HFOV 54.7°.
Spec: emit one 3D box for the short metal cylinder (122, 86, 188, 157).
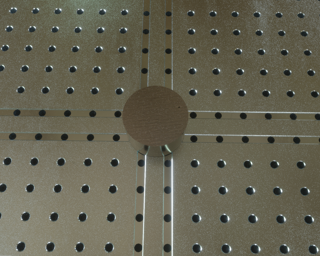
[{"bbox_3d":[-0.006,-0.008,0.401,0.081,0.050,0.080,0,70,0],"label":"short metal cylinder"}]
